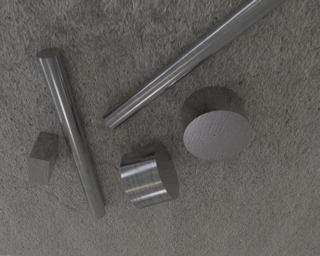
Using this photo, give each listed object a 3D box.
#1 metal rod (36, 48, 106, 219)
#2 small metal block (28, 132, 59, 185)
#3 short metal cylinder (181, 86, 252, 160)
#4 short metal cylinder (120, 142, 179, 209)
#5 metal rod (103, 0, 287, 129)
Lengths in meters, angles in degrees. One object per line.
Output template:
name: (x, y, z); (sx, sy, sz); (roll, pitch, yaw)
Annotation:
metal rod: (-0.113, 0.032, 0.433); (0.025, 0.025, 0.298); (-3, 130, 2)
small metal block: (-0.159, 0.042, 0.425); (0.025, 0.050, 0.050); (11, 129, -9)
short metal cylinder: (0.068, -0.005, 0.387); (0.081, 0.050, 0.079); (0, 130, 0)
short metal cylinder: (-0.012, 0.065, 0.427); (0.050, 0.080, 0.080); (-20, 128, 16)
metal rod: (0.047, -0.086, 0.334); (0.299, 0.025, 0.025); (-35, 122, 26)
